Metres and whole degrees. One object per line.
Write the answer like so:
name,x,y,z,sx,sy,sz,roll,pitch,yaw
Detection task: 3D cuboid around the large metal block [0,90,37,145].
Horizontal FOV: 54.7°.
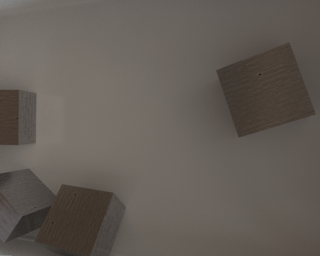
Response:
large metal block,-0.240,-0.016,0.473,0.080,0.050,0.080,1,90,6

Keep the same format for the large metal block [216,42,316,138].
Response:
large metal block,0.119,-0.039,0.355,0.080,0.050,0.080,-19,84,19

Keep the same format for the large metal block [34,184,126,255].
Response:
large metal block,-0.103,0.128,0.413,0.080,0.050,0.080,5,56,20

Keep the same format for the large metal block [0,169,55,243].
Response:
large metal block,-0.209,0.109,0.455,0.080,0.080,0.050,39,103,15
